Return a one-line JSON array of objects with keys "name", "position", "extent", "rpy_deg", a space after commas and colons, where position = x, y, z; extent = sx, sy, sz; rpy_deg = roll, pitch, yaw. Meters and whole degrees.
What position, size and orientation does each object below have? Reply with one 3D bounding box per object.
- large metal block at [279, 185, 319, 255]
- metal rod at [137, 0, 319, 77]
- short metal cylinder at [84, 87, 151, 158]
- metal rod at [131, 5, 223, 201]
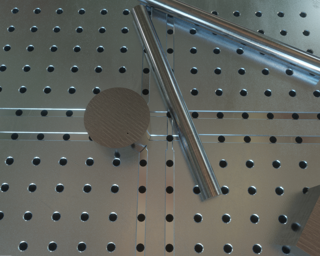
[{"name": "large metal block", "position": [0.199, 0.122, 0.355], "extent": [0.080, 0.050, 0.080], "rpy_deg": [32, 73, 11]}, {"name": "metal rod", "position": [0.104, -0.147, 0.466], "extent": [0.301, 0.025, 0.025], "rpy_deg": [25, 72, 9]}, {"name": "short metal cylinder", "position": [-0.052, -0.005, 0.400], "extent": [0.081, 0.050, 0.080], "rpy_deg": [0, 70, 0]}, {"name": "metal rod", "position": [0.016, -0.048, 0.429], "extent": [0.025, 0.025, 0.299], "rpy_deg": [-18, 71, -7]}]
